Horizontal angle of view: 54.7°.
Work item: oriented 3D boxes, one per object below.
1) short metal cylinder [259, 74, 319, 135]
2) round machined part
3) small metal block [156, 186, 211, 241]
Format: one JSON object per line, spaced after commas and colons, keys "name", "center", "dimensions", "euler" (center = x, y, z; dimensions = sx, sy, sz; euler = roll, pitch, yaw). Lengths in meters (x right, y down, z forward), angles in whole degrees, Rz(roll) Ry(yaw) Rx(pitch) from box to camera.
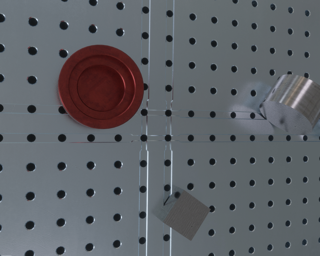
{"name": "short metal cylinder", "center": [0.196, -0.033, 0.456], "dimensions": [0.080, 0.080, 0.050], "euler": [40, 78, -16]}
{"name": "round machined part", "center": [-0.073, -0.048, 0.377], "dimensions": [0.099, 0.042, 0.097], "euler": [0, 90, -20]}
{"name": "small metal block", "center": [0.033, 0.117, 0.425], "dimensions": [0.050, 0.025, 0.050], "euler": [38, 78, -16]}
